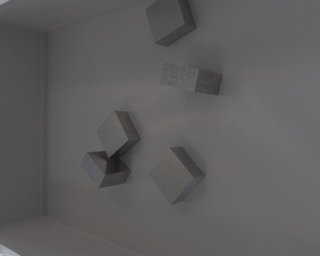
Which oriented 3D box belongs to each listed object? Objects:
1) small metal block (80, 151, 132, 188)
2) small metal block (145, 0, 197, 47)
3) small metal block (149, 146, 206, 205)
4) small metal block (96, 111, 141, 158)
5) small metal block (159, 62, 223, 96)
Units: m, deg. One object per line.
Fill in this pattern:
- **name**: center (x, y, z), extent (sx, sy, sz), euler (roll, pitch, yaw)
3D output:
- **small metal block**: center (-0.080, 0.059, 0.456), extent (0.050, 0.050, 0.025), euler (42, 115, 32)
- **small metal block**: center (0.013, -0.140, 0.396), extent (0.050, 0.025, 0.050), euler (-22, 76, 38)
- **small metal block**: center (0.020, 0.059, 0.390), extent (0.050, 0.025, 0.050), euler (51, 120, 28)
- **small metal block**: center (-0.062, 0.010, 0.458), extent (0.050, 0.025, 0.050), euler (-42, 65, 32)
- **small metal block**: center (0.036, -0.057, 0.361), extent (0.050, 0.050, 0.025), euler (19, 103, 38)
